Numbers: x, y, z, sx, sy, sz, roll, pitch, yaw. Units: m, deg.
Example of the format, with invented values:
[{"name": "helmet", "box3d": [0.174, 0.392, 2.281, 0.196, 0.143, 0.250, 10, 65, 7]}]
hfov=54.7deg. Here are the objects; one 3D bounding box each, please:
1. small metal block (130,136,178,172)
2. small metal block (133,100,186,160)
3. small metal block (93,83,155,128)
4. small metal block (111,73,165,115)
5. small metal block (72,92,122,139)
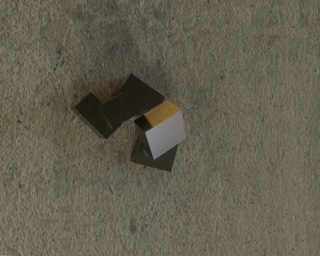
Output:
[{"name": "small metal block", "box3d": [-0.006, 0.027, 0.409, 0.050, 0.025, 0.050, 17, 84, -20]}, {"name": "small metal block", "box3d": [0.001, 0.002, 0.372, 0.050, 0.025, 0.050, -33, 138, -17]}, {"name": "small metal block", "box3d": [-0.040, -0.023, 0.330, 0.050, 0.050, 0.025, -31, 101, -18]}, {"name": "small metal block", "box3d": [-0.029, -0.040, 0.387, 0.050, 0.050, 0.025, 34, 79, -17]}, {"name": "small metal block", "box3d": [-0.077, -0.014, 0.369, 0.025, 0.050, 0.050, -47, 105, -14]}]
